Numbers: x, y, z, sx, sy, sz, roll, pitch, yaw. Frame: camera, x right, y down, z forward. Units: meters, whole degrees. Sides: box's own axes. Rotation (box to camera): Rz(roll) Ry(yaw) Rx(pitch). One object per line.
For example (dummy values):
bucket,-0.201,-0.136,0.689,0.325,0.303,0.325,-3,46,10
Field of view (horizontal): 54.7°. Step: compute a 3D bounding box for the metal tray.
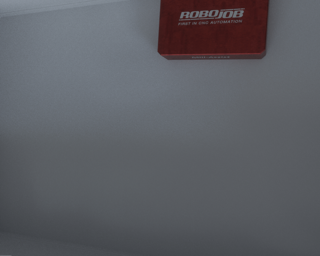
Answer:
metal tray,0.065,-0.133,0.385,0.130,0.030,0.089,4,91,19
